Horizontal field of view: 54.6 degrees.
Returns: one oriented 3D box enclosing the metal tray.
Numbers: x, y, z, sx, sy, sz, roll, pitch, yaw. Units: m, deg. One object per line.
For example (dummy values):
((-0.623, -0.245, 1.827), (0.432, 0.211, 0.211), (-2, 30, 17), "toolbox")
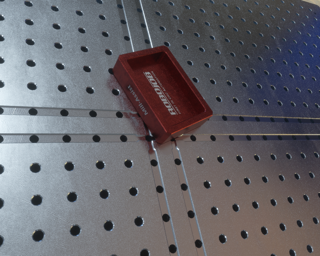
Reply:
((0.004, -0.051, 0.437), (0.091, 0.030, 0.130), (-23, 74, -36), "metal tray")
